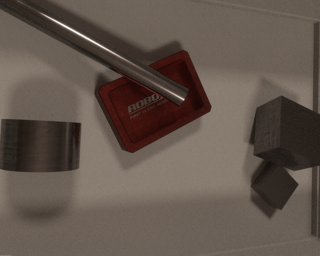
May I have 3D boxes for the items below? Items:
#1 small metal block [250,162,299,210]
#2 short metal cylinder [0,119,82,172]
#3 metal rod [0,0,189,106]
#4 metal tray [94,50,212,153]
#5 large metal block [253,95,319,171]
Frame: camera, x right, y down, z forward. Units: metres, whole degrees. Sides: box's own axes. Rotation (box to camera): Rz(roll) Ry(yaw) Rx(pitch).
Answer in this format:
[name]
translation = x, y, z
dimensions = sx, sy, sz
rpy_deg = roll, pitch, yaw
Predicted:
[small metal block]
translation = 0.177, 0.089, 0.478
dimensions = 0.050, 0.025, 0.050
rpy_deg = 44, 76, -15
[short metal cylinder]
translation = -0.128, 0.017, 0.335
dimensions = 0.081, 0.080, 0.050
rpy_deg = 3, 89, -20
[metal rod]
translation = -0.103, -0.106, 0.352
dimensions = 0.301, 0.025, 0.025
rpy_deg = 28, 81, -11
[metal tray]
translation = -0.007, -0.036, 0.406
dimensions = 0.131, 0.030, 0.090
rpy_deg = -28, 100, -18
[large metal block]
translation = 0.189, 0.010, 0.457
dimensions = 0.080, 0.050, 0.080
rpy_deg = 21, 64, -19
